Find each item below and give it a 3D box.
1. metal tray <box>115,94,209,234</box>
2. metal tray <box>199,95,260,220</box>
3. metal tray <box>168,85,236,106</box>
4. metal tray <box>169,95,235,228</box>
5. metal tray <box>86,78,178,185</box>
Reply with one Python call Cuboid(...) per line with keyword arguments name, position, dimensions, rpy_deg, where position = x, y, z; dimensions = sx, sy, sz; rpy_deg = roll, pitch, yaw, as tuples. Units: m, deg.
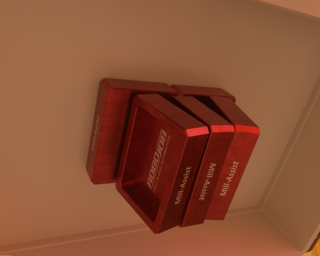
Cuboid(name="metal tray", position=(-0.004, 0.038, 0.343), dimensions=(0.030, 0.090, 0.129), rpy_deg=(-8, 123, -40))
Cuboid(name="metal tray", position=(0.068, 0.036, 0.382), dimensions=(0.030, 0.090, 0.129), rpy_deg=(7, 116, -16))
Cuboid(name="metal tray", position=(0.043, 0.008, 0.432), dimensions=(0.091, 0.030, 0.129), rpy_deg=(0, 118, -29))
Cuboid(name="metal tray", position=(0.031, 0.037, 0.364), dimensions=(0.030, 0.090, 0.129), rpy_deg=(0, 117, -28))
Cuboid(name="metal tray", position=(-0.036, 0.007, 0.387), dimensions=(0.091, 0.030, 0.129), rpy_deg=(0, 118, -29))
